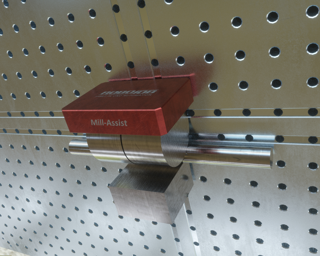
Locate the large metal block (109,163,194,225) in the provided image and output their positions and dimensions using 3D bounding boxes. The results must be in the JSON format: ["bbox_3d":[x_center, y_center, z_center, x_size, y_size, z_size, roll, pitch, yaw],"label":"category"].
[{"bbox_3d":[-0.009,0.079,0.423,0.080,0.080,0.050,1,119,28],"label":"large metal block"}]

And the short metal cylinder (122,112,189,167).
[{"bbox_3d":[-0.003,0.006,0.377,0.050,0.080,0.079,2,119,27],"label":"short metal cylinder"}]

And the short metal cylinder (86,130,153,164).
[{"bbox_3d":[-0.049,0.005,0.401,0.050,0.080,0.080,1,119,28],"label":"short metal cylinder"}]

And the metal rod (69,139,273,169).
[{"bbox_3d":[-0.004,0.033,0.428,0.300,0.025,0.025,1,119,27],"label":"metal rod"}]

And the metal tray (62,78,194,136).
[{"bbox_3d":[-0.037,-0.027,0.367,0.130,0.090,0.030,1,119,27],"label":"metal tray"}]
